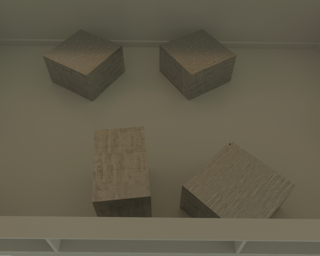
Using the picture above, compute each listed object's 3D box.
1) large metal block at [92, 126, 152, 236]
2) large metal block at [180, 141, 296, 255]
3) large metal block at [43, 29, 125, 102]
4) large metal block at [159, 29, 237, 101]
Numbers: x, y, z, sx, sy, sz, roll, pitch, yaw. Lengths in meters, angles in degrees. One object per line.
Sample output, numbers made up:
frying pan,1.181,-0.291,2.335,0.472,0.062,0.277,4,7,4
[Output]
large metal block,-0.037,0.056,0.322,0.050,0.080,0.080,-5,50,-4
large metal block,0.079,0.073,0.328,0.080,0.050,0.080,38,59,27
large metal block,-0.111,-0.097,0.469,0.080,0.050,0.080,26,54,19
large metal block,0.055,-0.098,0.472,0.081,0.050,0.080,-26,55,-21
